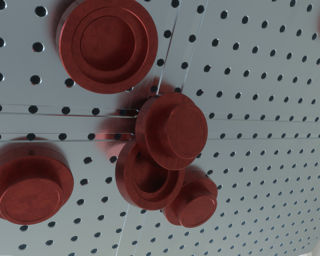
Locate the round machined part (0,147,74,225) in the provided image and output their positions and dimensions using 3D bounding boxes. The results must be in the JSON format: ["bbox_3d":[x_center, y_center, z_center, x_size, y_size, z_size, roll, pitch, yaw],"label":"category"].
[{"bbox_3d":[-0.151,0.074,0.363,0.099,0.042,0.097,-14,124,-21],"label":"round machined part"}]

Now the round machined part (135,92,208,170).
[{"bbox_3d":[0.022,0.004,0.385,0.099,0.042,0.097,1,88,-39],"label":"round machined part"}]

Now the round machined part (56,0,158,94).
[{"bbox_3d":[-0.055,-0.087,0.316,0.099,0.042,0.097,-14,124,-21],"label":"round machined part"}]

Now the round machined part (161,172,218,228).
[{"bbox_3d":[0.053,0.123,0.504,0.099,0.042,0.097,-14,124,-21],"label":"round machined part"}]

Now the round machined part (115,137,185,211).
[{"bbox_3d":[-0.017,0.055,0.406,0.099,0.042,0.097,1,88,-39],"label":"round machined part"}]
